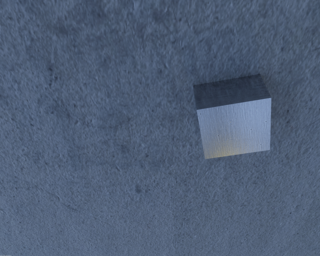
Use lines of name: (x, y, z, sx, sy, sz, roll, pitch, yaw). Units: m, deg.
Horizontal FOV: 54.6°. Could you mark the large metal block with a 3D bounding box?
large metal block: (0.088, -0.013, 0.381, 0.080, 0.050, 0.080, -9, 130, 7)
